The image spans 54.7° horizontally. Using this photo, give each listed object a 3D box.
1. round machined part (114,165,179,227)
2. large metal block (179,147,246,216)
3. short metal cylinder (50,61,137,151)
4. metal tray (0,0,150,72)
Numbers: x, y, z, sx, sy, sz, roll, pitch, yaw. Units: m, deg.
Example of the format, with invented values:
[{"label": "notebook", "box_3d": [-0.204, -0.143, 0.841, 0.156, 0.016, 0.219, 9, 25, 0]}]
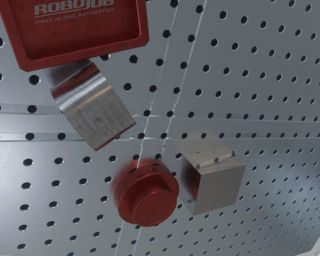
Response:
[{"label": "round machined part", "box_3d": [-0.014, 0.107, 0.459, 0.099, 0.042, 0.097, -14, 124, -21]}, {"label": "large metal block", "box_3d": [0.080, 0.083, 0.491, 0.081, 0.050, 0.079, -8, 122, -24]}, {"label": "short metal cylinder", "box_3d": [-0.068, -0.022, 0.325, 0.050, 0.080, 0.080, -35, 129, -5]}, {"label": "metal tray", "box_3d": [-0.079, -0.113, 0.294, 0.131, 0.030, 0.089, -18, 126, -18]}]
